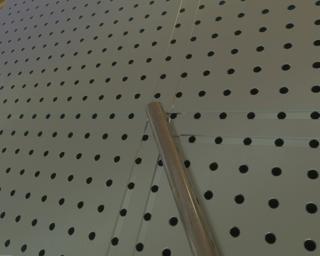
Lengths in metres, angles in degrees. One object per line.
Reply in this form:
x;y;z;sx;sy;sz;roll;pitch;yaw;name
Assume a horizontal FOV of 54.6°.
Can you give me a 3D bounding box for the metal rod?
0.031;0.085;0.340;0.025;0.025;0.300;-28;52;11;metal rod
